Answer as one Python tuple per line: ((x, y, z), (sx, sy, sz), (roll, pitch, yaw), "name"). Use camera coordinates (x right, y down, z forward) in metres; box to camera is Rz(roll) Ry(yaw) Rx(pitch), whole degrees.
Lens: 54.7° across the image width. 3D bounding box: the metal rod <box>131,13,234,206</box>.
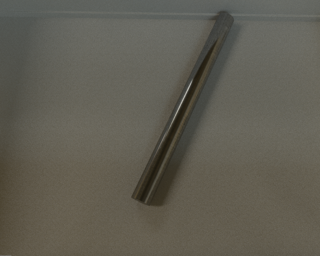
((0.038, -0.038, 0.424), (0.025, 0.025, 0.300), (23, 71, 8), "metal rod")
